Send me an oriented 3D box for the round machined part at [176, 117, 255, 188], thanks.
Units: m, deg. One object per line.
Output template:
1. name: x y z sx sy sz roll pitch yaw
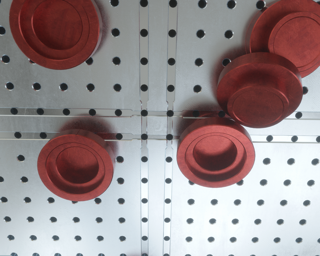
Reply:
1. round machined part: 0.072 0.028 0.409 0.098 0.042 0.097 2 120 4

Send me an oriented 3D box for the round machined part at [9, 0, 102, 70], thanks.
1. round machined part: -0.116 -0.120 0.359 0.099 0.042 0.097 0 110 0

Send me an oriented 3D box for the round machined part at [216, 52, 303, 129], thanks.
1. round machined part: 0.116 -0.037 0.369 0.098 0.042 0.098 10 139 9

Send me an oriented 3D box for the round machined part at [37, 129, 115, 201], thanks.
1. round machined part: -0.109 0.046 0.421 0.099 0.042 0.097 0 110 0

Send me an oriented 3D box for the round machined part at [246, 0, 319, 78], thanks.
1. round machined part: 0.156 -0.103 0.368 0.099 0.042 0.097 0 110 0
